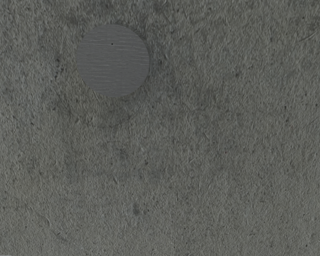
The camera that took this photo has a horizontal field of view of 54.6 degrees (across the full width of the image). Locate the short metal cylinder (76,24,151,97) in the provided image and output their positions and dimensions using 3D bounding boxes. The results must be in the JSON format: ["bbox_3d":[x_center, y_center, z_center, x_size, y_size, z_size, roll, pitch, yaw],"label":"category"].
[{"bbox_3d":[-0.052,-0.081,0.366,0.080,0.050,0.079,0,110,0],"label":"short metal cylinder"}]
